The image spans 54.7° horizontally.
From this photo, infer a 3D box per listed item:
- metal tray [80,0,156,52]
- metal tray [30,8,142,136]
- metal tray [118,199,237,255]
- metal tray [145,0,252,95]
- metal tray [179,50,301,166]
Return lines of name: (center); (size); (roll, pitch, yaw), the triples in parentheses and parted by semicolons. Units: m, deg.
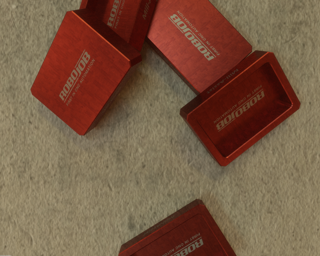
metal tray: (-0.051, -0.164, 0.387); (0.090, 0.030, 0.129); (17, 90, 27)
metal tray: (-0.092, -0.063, 0.373); (0.090, 0.030, 0.129); (41, 124, -1)
metal tray: (0.023, 0.166, 0.407); (0.130, 0.030, 0.090); (-32, 90, -1)
metal tray: (0.043, -0.117, 0.408); (0.090, 0.030, 0.130); (-43, 91, -1)
metal tray: (0.102, -0.024, 0.393); (0.130, 0.030, 0.090); (-38, 112, 0)
